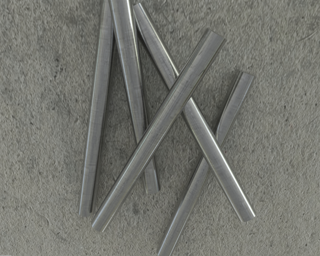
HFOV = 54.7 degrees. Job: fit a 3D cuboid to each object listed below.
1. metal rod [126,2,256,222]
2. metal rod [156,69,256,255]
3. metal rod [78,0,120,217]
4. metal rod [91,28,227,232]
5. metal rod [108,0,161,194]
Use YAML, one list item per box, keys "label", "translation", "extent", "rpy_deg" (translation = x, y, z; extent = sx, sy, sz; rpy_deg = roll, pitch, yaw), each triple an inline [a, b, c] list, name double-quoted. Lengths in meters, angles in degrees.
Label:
- label: "metal rod"
  translation: [0.043, -0.011, 0.385]
  extent: [0.025, 0.025, 0.299]
  rpy_deg: [-28, 100, 10]
- label: "metal rod"
  translation: [0.057, 0.063, 0.433]
  extent: [0.025, 0.025, 0.298]
  rpy_deg: [19, 109, -7]
- label: "metal rod"
  translation: [-0.080, -0.015, 0.403]
  extent: [0.025, 0.025, 0.298]
  rpy_deg: [10, 110, -4]
- label: "metal rod"
  translation: [-0.013, 0.019, 0.380]
  extent: [0.025, 0.025, 0.298]
  rpy_deg: [28, 113, -10]
- label: "metal rod"
  translation: [-0.030, -0.047, 0.377]
  extent: [0.025, 0.025, 0.298]
  rpy_deg: [-7, 116, 2]
